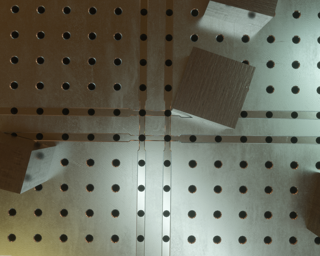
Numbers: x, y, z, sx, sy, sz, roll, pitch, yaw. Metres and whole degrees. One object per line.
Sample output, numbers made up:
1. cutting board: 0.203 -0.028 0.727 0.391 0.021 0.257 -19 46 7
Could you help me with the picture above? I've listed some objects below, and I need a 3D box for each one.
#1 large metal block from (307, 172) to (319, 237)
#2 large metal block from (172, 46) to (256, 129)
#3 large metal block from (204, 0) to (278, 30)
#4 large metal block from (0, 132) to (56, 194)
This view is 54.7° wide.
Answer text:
1. large metal block: 0.251 0.109 0.404 0.080 0.050 0.080 12 90 -1
2. large metal block: 0.066 -0.049 0.402 0.080 0.050 0.080 19 90 -1
3. large metal block: 0.110 -0.184 0.402 0.080 0.050 0.080 14 90 -1
4. large metal block: -0.188 0.039 0.383 0.080 0.080 0.050 15 90 -1
